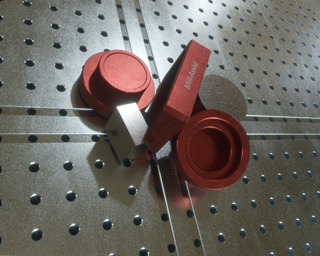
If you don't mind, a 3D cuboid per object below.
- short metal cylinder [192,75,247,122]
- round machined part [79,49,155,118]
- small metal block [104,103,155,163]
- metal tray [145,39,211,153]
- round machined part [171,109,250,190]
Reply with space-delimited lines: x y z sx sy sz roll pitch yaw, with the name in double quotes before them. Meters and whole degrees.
"short metal cylinder" 0.077 -0.030 0.447 0.081 0.050 0.080 14 56 -21
"round machined part" -0.051 -0.062 0.402 0.099 0.042 0.098 14 56 -21
"small metal block" -0.037 0.006 0.363 0.025 0.050 0.050 -16 71 -35
"metal tray" 0.018 -0.041 0.396 0.030 0.090 0.130 29 52 -10
"round machined part" 0.060 0.028 0.393 0.099 0.042 0.097 2 82 -18
